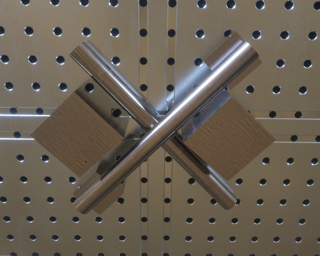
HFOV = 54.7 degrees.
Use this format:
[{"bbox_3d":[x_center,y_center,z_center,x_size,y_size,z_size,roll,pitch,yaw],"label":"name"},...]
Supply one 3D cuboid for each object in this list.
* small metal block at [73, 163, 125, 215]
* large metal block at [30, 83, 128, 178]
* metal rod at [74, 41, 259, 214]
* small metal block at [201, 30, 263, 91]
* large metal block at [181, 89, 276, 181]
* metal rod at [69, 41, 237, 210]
[{"bbox_3d":[-0.087,0.088,0.445,0.050,0.025,0.050,43,104,-14],"label":"small metal block"},{"bbox_3d":[-0.101,0.002,0.400,0.080,0.050,0.080,-41,105,13],"label":"large metal block"},{"bbox_3d":[-0.002,0.009,0.389,0.299,0.025,0.025,-43,105,14],"label":"metal rod"},{"bbox_3d":[0.088,-0.084,0.384,0.050,0.025,0.050,-42,105,14],"label":"small metal block"},{"bbox_3d":[0.086,0.008,0.404,0.080,0.050,0.080,41,105,-14],"label":"large metal block"},{"bbox_3d":[0.001,0.007,0.415,0.025,0.025,0.300,-41,105,13],"label":"metal rod"}]
